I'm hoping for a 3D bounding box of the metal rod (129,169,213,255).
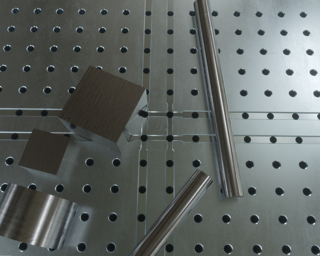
[{"bbox_3d":[-0.039,0.169,0.349,0.025,0.025,0.301,38,74,12],"label":"metal rod"}]

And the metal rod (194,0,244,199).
[{"bbox_3d":[0.078,-0.055,0.431,0.025,0.025,0.299,-5,70,-2],"label":"metal rod"}]

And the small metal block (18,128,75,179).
[{"bbox_3d":[-0.144,0.033,0.398,0.050,0.025,0.050,14,71,5],"label":"small metal block"}]

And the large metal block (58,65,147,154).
[{"bbox_3d":[-0.071,-0.023,0.406,0.080,0.050,0.080,23,72,8],"label":"large metal block"}]

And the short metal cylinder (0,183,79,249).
[{"bbox_3d":[-0.139,0.098,0.346,0.080,0.080,0.050,15,71,5],"label":"short metal cylinder"}]
